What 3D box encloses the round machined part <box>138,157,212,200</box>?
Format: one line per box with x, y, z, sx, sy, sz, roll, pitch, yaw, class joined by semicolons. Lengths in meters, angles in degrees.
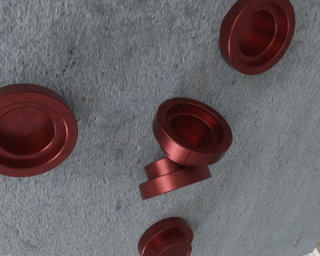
0.017;0.062;0.422;0.099;0.042;0.098;-18;168;-4;round machined part

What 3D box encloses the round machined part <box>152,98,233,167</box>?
0.037;0.009;0.389;0.099;0.098;0.042;-2;137;-27;round machined part

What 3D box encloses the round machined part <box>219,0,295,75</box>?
0.114;-0.119;0.384;0.099;0.042;0.097;-14;124;-21;round machined part

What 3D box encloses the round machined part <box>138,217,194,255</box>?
0.015;0.204;0.530;0.099;0.042;0.097;-14;124;-21;round machined part

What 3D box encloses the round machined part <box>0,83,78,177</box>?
-0.139;-0.001;0.319;0.099;0.042;0.097;-14;124;-21;round machined part
